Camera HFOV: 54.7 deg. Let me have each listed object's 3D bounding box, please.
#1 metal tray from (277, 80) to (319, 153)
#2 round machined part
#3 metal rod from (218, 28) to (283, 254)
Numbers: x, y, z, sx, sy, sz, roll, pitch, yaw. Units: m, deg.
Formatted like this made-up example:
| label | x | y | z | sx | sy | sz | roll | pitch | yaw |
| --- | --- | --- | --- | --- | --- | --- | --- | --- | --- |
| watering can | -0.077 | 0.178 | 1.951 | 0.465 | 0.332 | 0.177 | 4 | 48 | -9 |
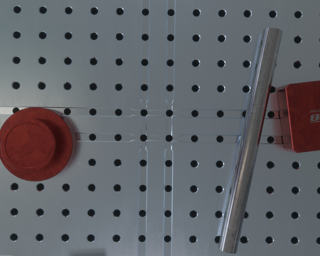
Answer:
| label | x | y | z | sx | sy | sz | roll | pitch | yaw |
| --- | --- | --- | --- | --- | --- | --- | --- | --- | --- |
| metal tray | 0.231 | -0.019 | 0.413 | 0.131 | 0.030 | 0.089 | -7 | 90 | 0 |
| round machined part | -0.163 | 0.021 | 0.403 | 0.099 | 0.042 | 0.097 | 0 | 90 | 0 |
| metal rod | 0.120 | 0.016 | 0.414 | 0.025 | 0.025 | 0.298 | 12 | 90 | 0 |
